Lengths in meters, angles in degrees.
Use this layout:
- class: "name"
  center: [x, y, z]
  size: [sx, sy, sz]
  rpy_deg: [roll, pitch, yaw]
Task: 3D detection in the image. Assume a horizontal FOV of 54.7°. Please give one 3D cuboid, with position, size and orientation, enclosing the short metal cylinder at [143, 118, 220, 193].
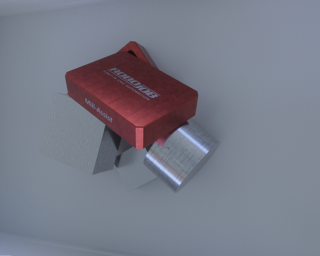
- class: "short metal cylinder"
  center: [0.026, 0.031, 0.370]
  size: [0.050, 0.080, 0.080]
  rpy_deg: [41, 103, 15]

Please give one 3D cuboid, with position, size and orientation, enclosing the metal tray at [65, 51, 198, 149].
- class: "metal tray"
  center: [-0.034, -0.039, 0.354]
  size: [0.130, 0.091, 0.030]
  rpy_deg: [35, 140, 31]

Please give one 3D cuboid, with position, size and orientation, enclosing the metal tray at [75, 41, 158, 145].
- class: "metal tray"
  center: [-0.057, -0.043, 0.425]
  size: [0.130, 0.030, 0.090]
  rpy_deg: [-35, 79, 16]

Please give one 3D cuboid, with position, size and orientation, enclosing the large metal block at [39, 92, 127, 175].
- class: "large metal block"
  center: [-0.096, 0.005, 0.394]
  size: [0.080, 0.050, 0.080]
  rpy_deg: [17, 96, 18]

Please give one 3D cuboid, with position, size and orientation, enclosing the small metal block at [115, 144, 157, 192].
- class: "small metal block"
  center: [-0.028, 0.051, 0.418]
  size: [0.050, 0.025, 0.050]
  rpy_deg: [-30, 80, 17]
